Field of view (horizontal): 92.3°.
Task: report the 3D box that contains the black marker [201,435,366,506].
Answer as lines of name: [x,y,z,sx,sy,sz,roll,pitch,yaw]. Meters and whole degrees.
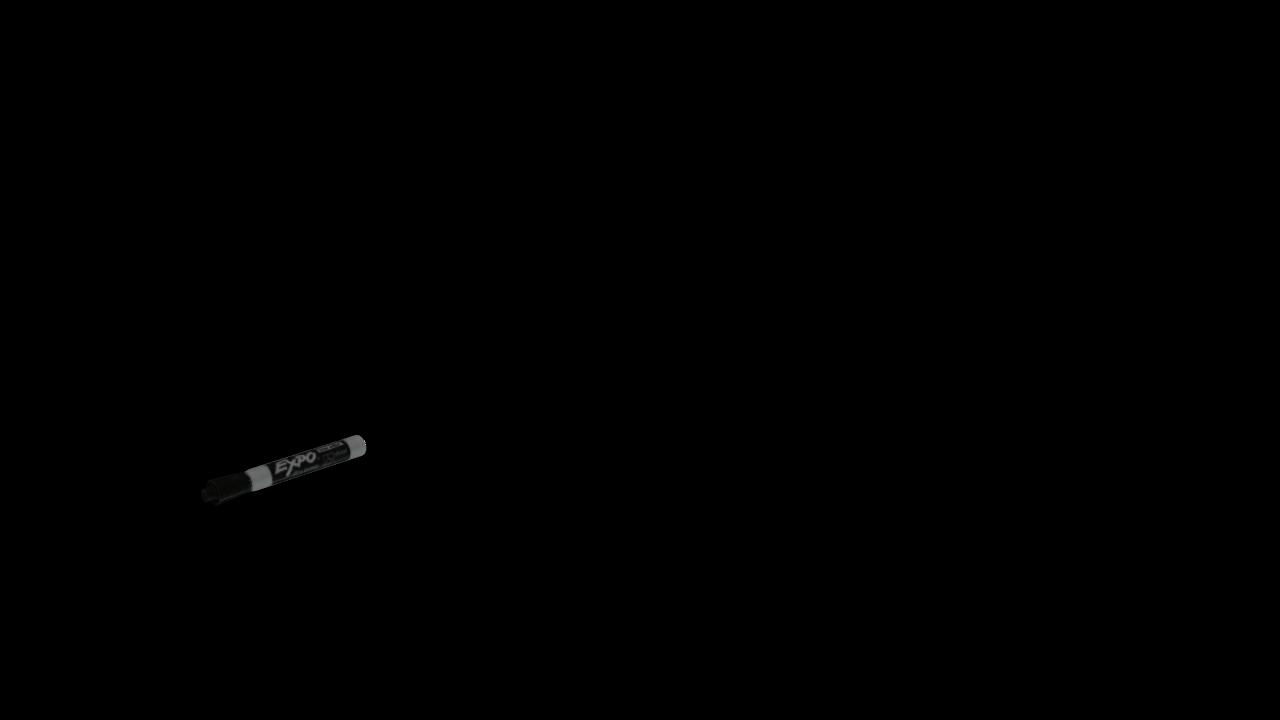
black marker: [-0.270,0.083,0.474,0.020,0.020,0.121,0,10,31]
